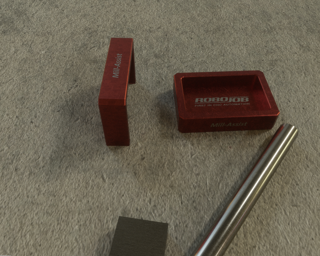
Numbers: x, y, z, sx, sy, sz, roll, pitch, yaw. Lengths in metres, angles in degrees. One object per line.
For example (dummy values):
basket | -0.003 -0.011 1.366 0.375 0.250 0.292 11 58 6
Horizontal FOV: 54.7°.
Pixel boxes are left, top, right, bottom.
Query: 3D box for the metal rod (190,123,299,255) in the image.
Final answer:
metal rod | 0.075 0.095 0.324 0.025 0.025 0.301 31 56 23

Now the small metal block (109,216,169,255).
small metal block | -0.020 0.119 0.303 0.050 0.025 0.050 7 50 5

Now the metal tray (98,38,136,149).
metal tray | -0.053 -0.048 0.416 0.030 0.089 0.130 1 49 0

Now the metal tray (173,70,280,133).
metal tray | 0.087 -0.039 0.433 0.131 0.030 0.090 -2 50 -3
